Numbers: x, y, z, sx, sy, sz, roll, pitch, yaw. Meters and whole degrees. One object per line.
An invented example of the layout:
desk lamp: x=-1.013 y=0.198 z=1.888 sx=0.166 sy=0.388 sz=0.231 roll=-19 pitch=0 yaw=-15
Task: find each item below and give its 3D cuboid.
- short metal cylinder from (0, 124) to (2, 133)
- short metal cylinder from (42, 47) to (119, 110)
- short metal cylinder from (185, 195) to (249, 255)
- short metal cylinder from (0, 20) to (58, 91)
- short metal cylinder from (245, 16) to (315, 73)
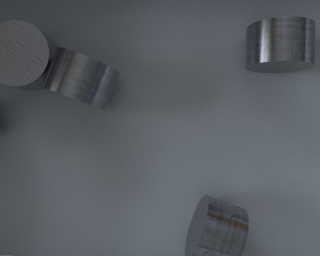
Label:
short metal cylinder: x=-0.245 y=-0.009 z=0.381 sx=0.080 sy=0.080 sz=0.050 roll=-15 pitch=90 yaw=0
short metal cylinder: x=-0.097 y=-0.059 z=0.383 sx=0.080 sy=0.080 sz=0.050 roll=21 pitch=90 yaw=-1
short metal cylinder: x=0.069 y=0.130 z=0.385 sx=0.050 sy=0.080 sz=0.080 roll=20 pitch=90 yaw=-1
short metal cylinder: x=-0.174 y=-0.090 z=0.397 sx=0.081 sy=0.050 sz=0.079 roll=0 pitch=90 yaw=-1
short metal cylinder: x=0.149 y=-0.100 z=0.386 sx=0.081 sy=0.080 sz=0.050 roll=1 pitch=90 yaw=-1
